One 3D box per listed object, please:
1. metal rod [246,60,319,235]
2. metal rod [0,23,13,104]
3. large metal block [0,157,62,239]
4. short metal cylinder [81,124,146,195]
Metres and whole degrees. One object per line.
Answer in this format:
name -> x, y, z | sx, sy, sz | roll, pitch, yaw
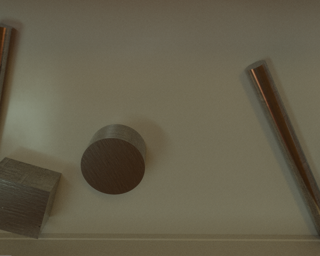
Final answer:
metal rod -> 0.190, 0.045, 0.430 | 0.025, 0.025, 0.299 | -27, 108, 9
metal rod -> -0.234, 0.012, 0.412 | 0.025, 0.025, 0.298 | 17, 109, -7
large metal block -> -0.193, 0.097, 0.431 | 0.080, 0.050, 0.079 | 18, 109, -7
short metal cylinder -> -0.059, 0.041, 0.412 | 0.081, 0.050, 0.079 | 0, 110, -1
